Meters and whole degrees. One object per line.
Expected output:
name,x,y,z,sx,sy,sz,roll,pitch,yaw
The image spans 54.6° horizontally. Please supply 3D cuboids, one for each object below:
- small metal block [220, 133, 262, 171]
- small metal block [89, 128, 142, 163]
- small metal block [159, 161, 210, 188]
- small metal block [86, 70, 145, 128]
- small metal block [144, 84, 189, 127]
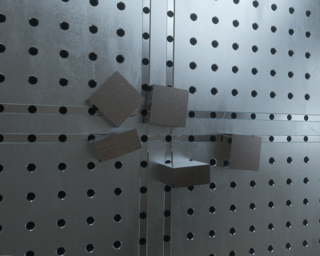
small metal block,0.119,0.035,0.456,0.050,0.025,0.050,7,88,-20
small metal block,-0.056,0.019,0.379,0.050,0.050,0.025,-19,97,-19
small metal block,0.032,0.060,0.411,0.050,0.050,0.025,-3,91,-20
small metal block,-0.056,-0.036,0.392,0.050,0.025,0.050,45,76,-15
small metal block,0.009,-0.028,0.415,0.050,0.025,0.050,7,88,-20
